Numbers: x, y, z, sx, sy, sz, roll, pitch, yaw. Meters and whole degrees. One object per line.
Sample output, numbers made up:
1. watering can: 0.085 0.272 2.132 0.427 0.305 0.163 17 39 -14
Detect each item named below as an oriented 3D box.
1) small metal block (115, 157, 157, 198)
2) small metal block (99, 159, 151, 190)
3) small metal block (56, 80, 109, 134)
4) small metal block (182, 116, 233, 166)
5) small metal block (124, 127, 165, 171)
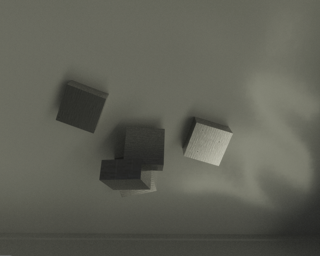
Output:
1. small metal block: -0.035 0.065 0.435 0.050 0.025 0.050 -12 110 4
2. small metal block: -0.041 0.059 0.387 0.050 0.025 0.050 -3 155 11
3. small metal block: -0.100 -0.027 0.400 0.050 0.025 0.050 21 109 -8
4. small metal block: 0.063 0.018 0.419 0.050 0.025 0.050 17 109 -7
5. small metal block: -0.020 0.028 0.406 0.050 0.050 0.025 3 154 -2
